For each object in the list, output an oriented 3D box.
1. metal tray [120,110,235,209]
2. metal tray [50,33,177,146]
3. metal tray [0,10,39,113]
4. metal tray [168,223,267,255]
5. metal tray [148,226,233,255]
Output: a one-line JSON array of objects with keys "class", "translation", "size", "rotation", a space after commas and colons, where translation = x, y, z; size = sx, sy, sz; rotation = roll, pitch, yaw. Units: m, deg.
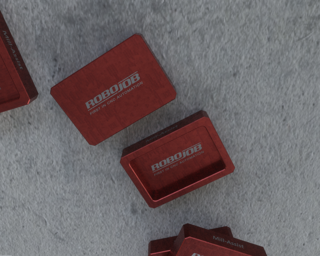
[{"class": "metal tray", "translation": [0.024, 0.044, 0.423], "size": [0.130, 0.030, 0.090], "rotation": [-27, 108, 9]}, {"class": "metal tray", "translation": [-0.056, -0.047, 0.389], "size": [0.130, 0.030, 0.090], "rotation": [-30, 108, 10]}, {"class": "metal tray", "translation": [-0.219, -0.081, 0.374], "size": [0.090, 0.030, 0.129], "rotation": [-16, 110, 5]}, {"class": "metal tray", "translation": [0.080, 0.199, 0.449], "size": [0.131, 0.030, 0.089], "rotation": [20, 109, -8]}, {"class": "metal tray", "translation": [0.055, 0.210, 0.486], "size": [0.131, 0.030, 0.089], "rotation": [-12, 110, 4]}]
